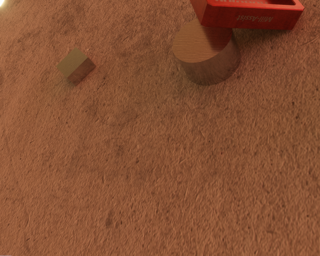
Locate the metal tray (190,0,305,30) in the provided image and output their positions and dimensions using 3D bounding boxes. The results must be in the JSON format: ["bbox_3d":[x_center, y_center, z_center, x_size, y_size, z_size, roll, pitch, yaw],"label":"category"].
[{"bbox_3d":[0.107,-0.168,0.403,0.131,0.030,0.090,-3,53,-15],"label":"metal tray"}]

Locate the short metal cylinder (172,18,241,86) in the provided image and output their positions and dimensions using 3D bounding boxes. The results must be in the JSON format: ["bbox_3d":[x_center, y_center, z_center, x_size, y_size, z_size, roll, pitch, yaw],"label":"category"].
[{"bbox_3d":[0.064,-0.104,0.419,0.080,0.050,0.080,-13,56,21],"label":"short metal cylinder"}]

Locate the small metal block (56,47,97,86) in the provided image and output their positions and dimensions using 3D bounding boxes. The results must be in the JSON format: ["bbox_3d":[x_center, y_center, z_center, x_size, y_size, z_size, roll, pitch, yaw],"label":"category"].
[{"bbox_3d":[-0.149,-0.109,0.550,0.050,0.025,0.050,-46,51,-4],"label":"small metal block"}]
